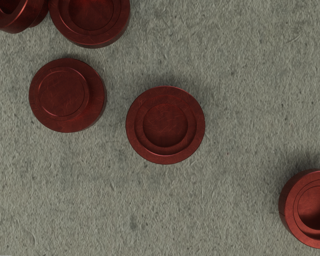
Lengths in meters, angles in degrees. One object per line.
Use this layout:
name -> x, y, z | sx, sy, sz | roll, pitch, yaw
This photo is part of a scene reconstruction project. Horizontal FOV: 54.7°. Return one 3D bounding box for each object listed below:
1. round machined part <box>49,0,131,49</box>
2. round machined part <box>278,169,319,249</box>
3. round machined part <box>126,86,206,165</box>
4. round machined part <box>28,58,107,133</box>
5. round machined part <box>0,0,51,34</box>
round machined part -> -0.087, -0.151, 0.399 | 0.099, 0.042, 0.097 | 0, 91, -3
round machined part -> 0.202, 0.101, 0.403 | 0.099, 0.042, 0.097 | 0, 90, 0
round machined part -> 0.007, -0.004, 0.401 | 0.099, 0.042, 0.097 | 0, 90, 0
round machined part -> -0.121, -0.042, 0.400 | 0.099, 0.042, 0.097 | 0, 90, 0
round machined part -> -0.175, -0.165, 0.386 | 0.098, 0.042, 0.097 | -2, 85, 29
